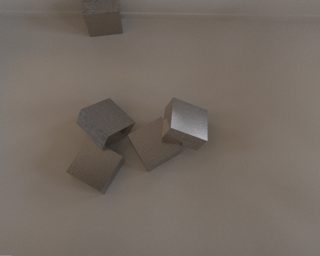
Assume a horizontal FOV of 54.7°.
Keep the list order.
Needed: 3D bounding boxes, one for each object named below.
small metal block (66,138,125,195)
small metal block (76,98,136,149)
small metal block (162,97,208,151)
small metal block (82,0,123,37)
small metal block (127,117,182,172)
[{"bbox_3d":[-0.080,0.048,0.391,0.050,0.025,0.050,28,72,9],"label":"small metal block"},{"bbox_3d":[-0.069,-0.007,0.399,0.050,0.025,0.050,43,40,14],"label":"small metal block"},{"bbox_3d":[0.032,-0.005,0.395,0.050,0.025,0.050,20,50,-16],"label":"small metal block"},{"bbox_3d":[-0.083,-0.162,0.455,0.050,0.050,0.025,-7,70,-3],"label":"small metal block"},{"bbox_3d":[-0.007,0.021,0.402,0.050,0.025,0.050,-29,73,-10],"label":"small metal block"}]
